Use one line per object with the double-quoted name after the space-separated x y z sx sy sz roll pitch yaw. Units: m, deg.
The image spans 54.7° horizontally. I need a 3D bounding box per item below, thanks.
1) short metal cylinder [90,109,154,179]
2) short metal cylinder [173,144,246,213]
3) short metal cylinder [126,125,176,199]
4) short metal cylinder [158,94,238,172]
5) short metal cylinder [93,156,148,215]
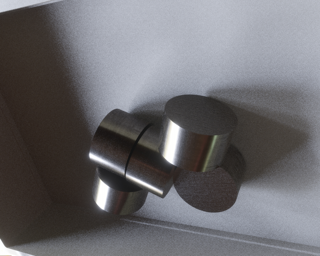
-0.048 0.021 0.407 0.050 0.080 0.079 23 127 14 "short metal cylinder"
0.063 0.059 0.392 0.080 0.050 0.079 13 124 20 "short metal cylinder"
-0.001 0.043 0.398 0.050 0.080 0.079 24 127 13 "short metal cylinder"
0.041 0.004 0.351 0.080 0.080 0.050 21 126 15 "short metal cylinder"
-0.054 0.076 0.445 0.080 0.080 0.050 26 127 11 "short metal cylinder"
